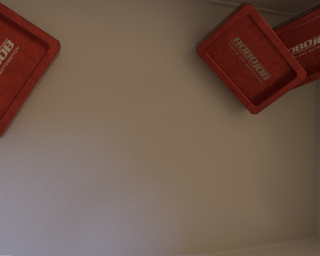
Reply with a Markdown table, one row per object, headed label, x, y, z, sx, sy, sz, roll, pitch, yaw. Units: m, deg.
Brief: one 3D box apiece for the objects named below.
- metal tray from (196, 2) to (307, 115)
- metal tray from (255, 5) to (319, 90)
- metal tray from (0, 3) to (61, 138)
| label | x | y | z | sx | sy | sz | roll | pitch | yaw |
| --- | --- | --- | --- | --- | --- | --- | --- | --- | --- |
| metal tray | 0.124 | -0.093 | 0.428 | 0.090 | 0.030 | 0.130 | -40 | 106 | 20 |
| metal tray | 0.206 | -0.113 | 0.435 | 0.090 | 0.130 | 0.030 | 59 | 29 | -15 |
| metal tray | -0.183 | -0.063 | 0.340 | 0.090 | 0.030 | 0.130 | 33 | 79 | -17 |
